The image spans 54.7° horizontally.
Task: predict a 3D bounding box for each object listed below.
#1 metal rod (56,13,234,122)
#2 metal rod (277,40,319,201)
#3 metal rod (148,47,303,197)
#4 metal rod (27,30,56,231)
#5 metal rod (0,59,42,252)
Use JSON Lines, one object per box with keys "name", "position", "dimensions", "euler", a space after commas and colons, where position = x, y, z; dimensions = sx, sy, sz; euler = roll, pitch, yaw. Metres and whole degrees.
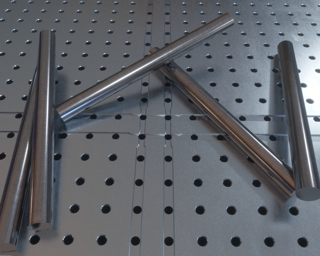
{"name": "metal rod", "position": [-0.013, -0.096, 0.459], "dimensions": [0.302, 0.025, 0.025], "euler": [-32, 57, -14]}
{"name": "metal rod", "position": [0.182, -0.035, 0.421], "dimensions": [0.025, 0.025, 0.300], "euler": [9, 45, 7]}
{"name": "metal rod", "position": [0.074, -0.026, 0.430], "dimensions": [0.025, 0.025, 0.300], "euler": [-27, 55, -21]}
{"name": "metal rod", "position": [-0.150, -0.021, 0.402], "dimensions": [0.025, 0.025, 0.299], "euler": [-8, 57, -7]}
{"name": "metal rod", "position": [-0.169, 0.004, 0.402], "dimensions": [0.025, 0.025, 0.300], "euler": [-4, 50, -4]}
